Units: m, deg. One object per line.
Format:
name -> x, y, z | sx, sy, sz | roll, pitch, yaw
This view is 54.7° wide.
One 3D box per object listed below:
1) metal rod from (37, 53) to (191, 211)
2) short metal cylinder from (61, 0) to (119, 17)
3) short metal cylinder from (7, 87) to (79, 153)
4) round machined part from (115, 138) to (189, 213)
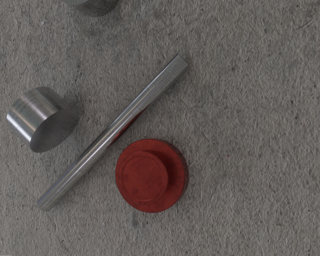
metal rod -> -0.072, 0.014, 0.434 | 0.299, 0.025, 0.025 | -45, 76, 14
short metal cylinder -> -0.100, -0.202, 0.431 | 0.080, 0.050, 0.079 | 0, 90, 20
short metal cylinder -> -0.164, -0.011, 0.437 | 0.050, 0.080, 0.080 | 41, 103, 15
round machined part -> -0.015, 0.063, 0.405 | 0.098, 0.042, 0.097 | 0, 90, 20
